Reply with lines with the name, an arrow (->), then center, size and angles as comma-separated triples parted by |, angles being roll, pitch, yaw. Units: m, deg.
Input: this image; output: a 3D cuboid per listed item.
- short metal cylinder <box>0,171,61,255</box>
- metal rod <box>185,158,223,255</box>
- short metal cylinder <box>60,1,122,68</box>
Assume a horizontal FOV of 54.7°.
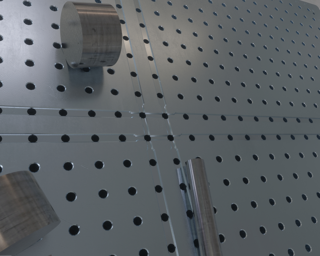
short metal cylinder -> -0.131, 0.079, 0.254 | 0.081, 0.080, 0.050 | -27, 77, -37
metal rod -> 0.063, 0.175, 0.334 | 0.025, 0.025, 0.299 | 7, 59, -25
short metal cylinder -> -0.090, -0.118, 0.397 | 0.050, 0.080, 0.080 | -11, 68, -33
